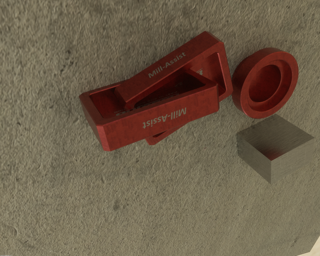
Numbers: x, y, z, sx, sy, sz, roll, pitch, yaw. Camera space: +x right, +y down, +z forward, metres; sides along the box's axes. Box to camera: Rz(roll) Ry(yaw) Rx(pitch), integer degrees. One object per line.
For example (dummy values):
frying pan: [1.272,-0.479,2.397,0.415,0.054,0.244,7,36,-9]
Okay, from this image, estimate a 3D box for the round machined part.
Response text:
round machined part: [0.141,-0.065,0.435,0.099,0.042,0.097,-14,125,-21]

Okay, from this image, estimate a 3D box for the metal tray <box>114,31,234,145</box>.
metal tray: [0.022,-0.044,0.374,0.130,0.030,0.090,-33,140,-4]

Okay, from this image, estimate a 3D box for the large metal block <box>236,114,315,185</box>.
large metal block: [0.181,0.031,0.492,0.081,0.080,0.050,-25,128,-14]

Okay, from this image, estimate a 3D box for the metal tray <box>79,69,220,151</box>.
metal tray: [-0.013,-0.028,0.339,0.131,0.090,0.030,-20,122,-17]
